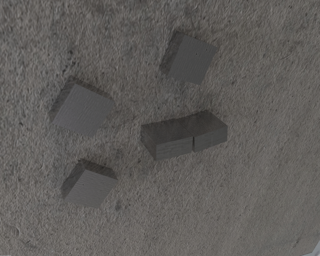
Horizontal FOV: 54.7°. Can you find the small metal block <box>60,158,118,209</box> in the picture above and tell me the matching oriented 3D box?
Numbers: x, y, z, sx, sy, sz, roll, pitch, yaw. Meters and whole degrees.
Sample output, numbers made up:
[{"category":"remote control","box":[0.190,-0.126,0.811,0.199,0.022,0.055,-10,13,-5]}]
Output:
[{"category":"small metal block","box":[-0.092,0.073,0.402,0.050,0.025,0.050,28,103,-38]}]

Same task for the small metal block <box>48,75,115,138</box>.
[{"category":"small metal block","box":[-0.087,-0.023,0.345,0.050,0.025,0.050,25,105,-37]}]

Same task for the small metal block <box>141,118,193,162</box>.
[{"category":"small metal block","box":[0.008,0.014,0.404,0.050,0.050,0.025,-12,124,-22]}]

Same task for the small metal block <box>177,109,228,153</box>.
[{"category":"small metal block","box":[0.057,0.003,0.423,0.050,0.050,0.025,-18,126,-18]}]

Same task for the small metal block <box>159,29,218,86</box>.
[{"category":"small metal block","box":[0.034,-0.084,0.373,0.050,0.025,0.050,10,113,-33]}]
